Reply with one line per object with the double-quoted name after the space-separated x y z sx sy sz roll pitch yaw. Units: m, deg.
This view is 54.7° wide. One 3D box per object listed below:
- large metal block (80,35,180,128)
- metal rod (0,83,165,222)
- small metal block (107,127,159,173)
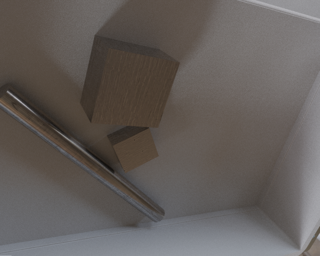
-0.036 -0.049 0.344 0.081 0.050 0.079 4 116 -31 "large metal block"
-0.080 0.052 0.398 0.025 0.025 0.300 -42 130 0 "metal rod"
-0.035 0.024 0.406 0.050 0.025 0.050 -26 128 -12 "small metal block"
